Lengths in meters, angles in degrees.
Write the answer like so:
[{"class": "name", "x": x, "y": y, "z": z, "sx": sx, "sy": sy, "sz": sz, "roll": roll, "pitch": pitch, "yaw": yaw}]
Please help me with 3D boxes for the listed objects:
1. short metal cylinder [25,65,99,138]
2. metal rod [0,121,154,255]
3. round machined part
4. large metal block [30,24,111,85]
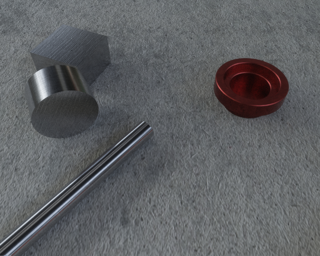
[{"class": "short metal cylinder", "x": -0.125, "y": -0.032, "z": 0.393, "sx": 0.081, "sy": 0.080, "sz": 0.050, "roll": -19, "pitch": 53, "yaw": -16}, {"class": "metal rod", "x": -0.114, "y": 0.089, "z": 0.326, "sx": 0.025, "sy": 0.025, "sz": 0.301, "roll": 33, "pitch": 57, "yaw": 24}, {"class": "round machined part", "x": 0.125, "y": -0.052, "z": 0.438, "sx": 0.099, "sy": 0.042, "sz": 0.098, "roll": 0, "pitch": 50, "yaw": 0}, {"class": "large metal block", "x": -0.134, "y": -0.108, "z": 0.476, "sx": 0.080, "sy": 0.050, "sz": 0.080, "roll": 19, "pitch": 52, "yaw": 15}]
